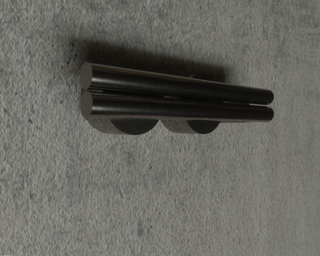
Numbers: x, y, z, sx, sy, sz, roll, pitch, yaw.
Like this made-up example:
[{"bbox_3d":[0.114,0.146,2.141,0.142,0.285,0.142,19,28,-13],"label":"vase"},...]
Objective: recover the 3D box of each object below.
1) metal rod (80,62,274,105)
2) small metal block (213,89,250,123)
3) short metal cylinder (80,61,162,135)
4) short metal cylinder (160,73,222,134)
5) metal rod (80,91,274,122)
[{"bbox_3d":[0.048,-0.047,0.380,0.302,0.025,0.025,0,90,-40],"label":"metal rod"},{"bbox_3d":[0.111,-0.033,0.484,0.025,0.050,0.050,-2,91,-40],"label":"small metal block"},{"bbox_3d":[-0.042,-0.032,0.353,0.081,0.050,0.080,0,90,-40],"label":"short metal cylinder"},{"bbox_3d":[0.042,-0.032,0.425,0.081,0.050,0.080,0,90,-40],"label":"short metal cylinder"},{"bbox_3d":[0.048,-0.021,0.380,0.302,0.025,0.025,0,90,-40],"label":"metal rod"}]
